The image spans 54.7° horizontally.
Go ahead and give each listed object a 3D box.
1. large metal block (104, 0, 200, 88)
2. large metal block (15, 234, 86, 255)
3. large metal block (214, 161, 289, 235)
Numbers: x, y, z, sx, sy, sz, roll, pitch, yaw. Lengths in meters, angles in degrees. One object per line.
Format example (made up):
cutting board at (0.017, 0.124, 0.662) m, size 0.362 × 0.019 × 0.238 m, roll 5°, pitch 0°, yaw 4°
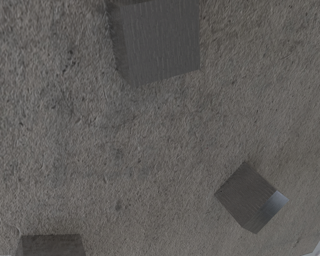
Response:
large metal block at (-0.006, -0.098, 0.327) m, size 0.081 × 0.050 × 0.079 m, roll -18°, pitch 126°, yaw -18°
large metal block at (-0.156, 0.195, 0.426) m, size 0.081 × 0.050 × 0.079 m, roll 11°, pitch 113°, yaw -33°
large metal block at (0.154, 0.118, 0.528) m, size 0.080 × 0.080 × 0.050 m, roll -49°, pitch 129°, yaw 7°
